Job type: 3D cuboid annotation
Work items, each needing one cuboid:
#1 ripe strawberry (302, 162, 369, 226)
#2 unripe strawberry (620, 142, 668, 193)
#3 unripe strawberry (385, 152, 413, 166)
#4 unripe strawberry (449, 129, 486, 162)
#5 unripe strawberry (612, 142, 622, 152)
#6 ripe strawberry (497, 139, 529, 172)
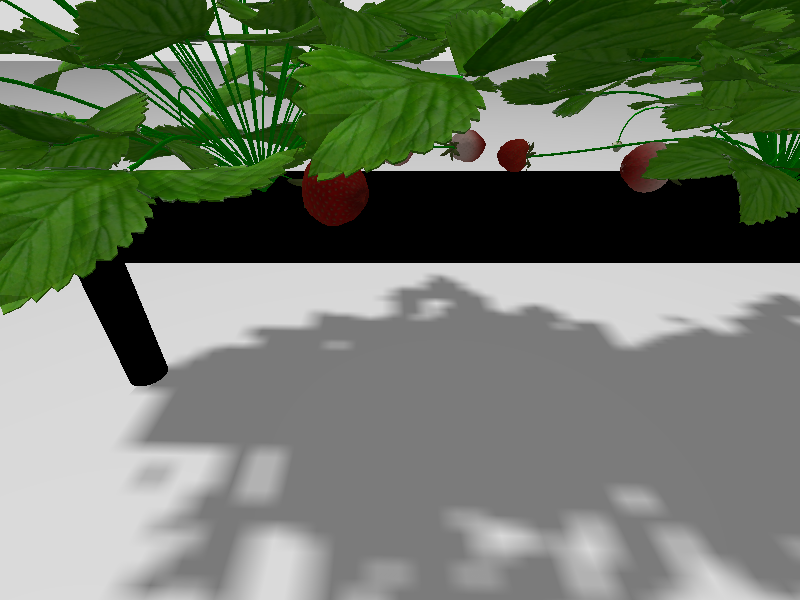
[{"bbox_3d":[-0.042,-0.076,0.282,0.050,0.050,0.047,27,41,35],"label":"ripe strawberry"},{"bbox_3d":[0.210,-0.114,0.344,0.039,0.041,0.036,0,32,1],"label":"unripe strawberry"},{"bbox_3d":[0.000,-0.169,0.429,0.049,0.048,0.045,-24,40,-34],"label":"unripe strawberry"},{"bbox_3d":[0.074,-0.167,0.432,0.039,0.034,0.039,-16,36,-24],"label":"unripe strawberry"},{"bbox_3d":[0.255,-0.179,0.470,0.010,0.011,0.011,-16,36,-23],"label":"unripe strawberry"},{"bbox_3d":[0.113,-0.145,0.402,0.030,0.031,0.028,9,34,15],"label":"ripe strawberry"}]
